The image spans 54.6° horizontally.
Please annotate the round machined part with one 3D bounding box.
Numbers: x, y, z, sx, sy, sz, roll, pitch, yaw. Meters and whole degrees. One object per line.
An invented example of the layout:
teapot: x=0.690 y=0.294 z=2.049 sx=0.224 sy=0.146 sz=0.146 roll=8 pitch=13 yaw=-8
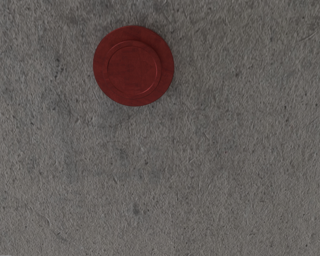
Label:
round machined part: x=-0.032 y=-0.072 z=0.374 sx=0.099 sy=0.042 sz=0.097 roll=0 pitch=110 yaw=0
